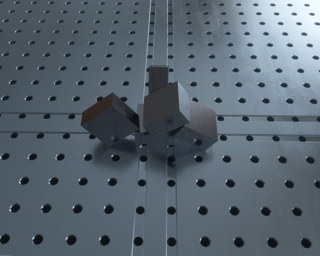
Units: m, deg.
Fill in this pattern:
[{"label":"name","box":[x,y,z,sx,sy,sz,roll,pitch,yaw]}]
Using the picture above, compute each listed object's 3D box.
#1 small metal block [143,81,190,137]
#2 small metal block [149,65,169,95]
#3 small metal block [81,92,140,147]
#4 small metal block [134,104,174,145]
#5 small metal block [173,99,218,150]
[{"label":"small metal block","box":[0.007,-0.023,0.380,0.050,0.025,0.050,-23,45,24]},{"label":"small metal block","box":[-0.001,-0.061,0.429,0.025,0.050,0.050,2,14,2]},{"label":"small metal block","box":[-0.061,-0.009,0.386,0.050,0.050,0.025,-30,41,21]},{"label":"small metal block","box":[-0.006,-0.005,0.413,0.050,0.025,0.050,2,50,2]},{"label":"small metal block","box":[0.045,-0.006,0.399,0.050,0.025,0.050,23,46,-21]}]
